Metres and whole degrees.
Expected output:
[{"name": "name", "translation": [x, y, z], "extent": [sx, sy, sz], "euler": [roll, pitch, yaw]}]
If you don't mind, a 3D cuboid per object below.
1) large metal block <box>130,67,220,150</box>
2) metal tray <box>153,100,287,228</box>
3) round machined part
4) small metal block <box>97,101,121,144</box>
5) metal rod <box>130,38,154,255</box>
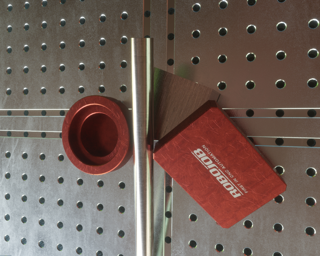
[{"name": "large metal block", "translation": [0.019, -0.023, 0.389], "extent": [0.080, 0.050, 0.080], "euler": [24, 98, 18]}, {"name": "metal tray", "translation": [0.068, 0.044, 0.355], "extent": [0.090, 0.030, 0.130], "euler": [-40, 103, 16]}, {"name": "round machined part", "translation": [-0.072, 0.008, 0.396], "extent": [0.098, 0.042, 0.097], "euler": [0, 91, 23]}, {"name": "small metal block", "translation": [-0.074, -0.007, 0.435], "extent": [0.050, 0.025, 0.050], "euler": [-23, 82, 18]}, {"name": "metal rod", "translation": [-0.020, 0.046, 0.373], "extent": [0.025, 0.025, 0.298], "euler": [6, 108, 20]}]
